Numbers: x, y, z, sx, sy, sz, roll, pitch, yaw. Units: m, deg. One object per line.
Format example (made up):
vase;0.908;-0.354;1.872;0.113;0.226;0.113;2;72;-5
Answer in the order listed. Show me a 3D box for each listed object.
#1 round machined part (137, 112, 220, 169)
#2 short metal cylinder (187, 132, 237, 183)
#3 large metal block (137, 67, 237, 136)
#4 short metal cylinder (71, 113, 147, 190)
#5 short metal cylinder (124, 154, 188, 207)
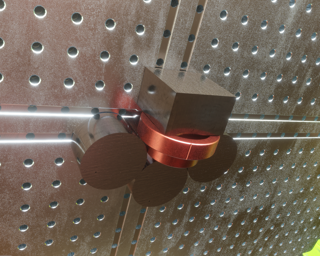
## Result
round machined part;0.020;0.014;0.381;0.099;0.098;0.042;2;117;-29
short metal cylinder;0.064;0.032;0.450;0.081;0.050;0.079;-14;124;-21
large metal block;0.029;-0.033;0.371;0.081;0.080;0.050;1;118;-29
short metal cylinder;-0.062;0.028;0.379;0.081;0.050;0.079;-14;124;-21
short metal cylinder;-0.009;0.061;0.428;0.081;0.050;0.079;-14;124;-21
